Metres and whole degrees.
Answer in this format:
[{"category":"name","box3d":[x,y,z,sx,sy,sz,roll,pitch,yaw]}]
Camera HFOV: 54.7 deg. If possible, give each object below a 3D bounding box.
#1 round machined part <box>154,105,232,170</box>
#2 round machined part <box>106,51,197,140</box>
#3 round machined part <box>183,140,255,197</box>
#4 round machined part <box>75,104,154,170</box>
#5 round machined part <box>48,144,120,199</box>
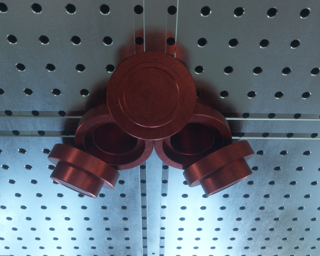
[{"category":"round machined part","box3d":[0.042,0.008,0.408,0.099,0.042,0.097,-1,130,0]},{"category":"round machined part","box3d":[-0.009,-0.035,0.337,0.099,0.042,0.097,0,92,-1]},{"category":"round machined part","box3d":[0.084,0.058,0.416,0.099,0.042,0.098,-24,162,-8]},{"category":"round machined part","box3d":[-0.057,0.007,0.405,0.099,0.042,0.097,-1,130,0]},{"category":"round machined part","box3d":[-0.108,0.063,0.422,0.098,0.042,0.098,20,158,9]}]
